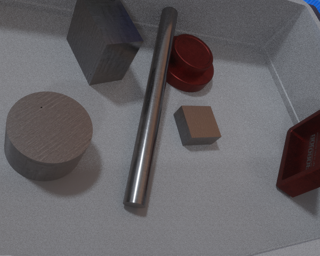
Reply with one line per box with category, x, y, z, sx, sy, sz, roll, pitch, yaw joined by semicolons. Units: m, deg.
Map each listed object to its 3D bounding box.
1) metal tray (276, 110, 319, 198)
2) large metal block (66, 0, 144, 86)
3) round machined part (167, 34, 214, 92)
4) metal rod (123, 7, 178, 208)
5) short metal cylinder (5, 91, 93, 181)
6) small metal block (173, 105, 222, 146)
metal tray;0.229;0.034;0.469;0.030;0.090;0.130;35;51;-6
large metal block;-0.075;-0.114;0.401;0.050;0.080;0.080;-17;71;-35
round machined part;0.044;-0.108;0.486;0.099;0.042;0.098;14;56;-21
metal rod;-0.007;-0.046;0.409;0.025;0.025;0.299;19;61;-18
short metal cylinder;-0.116;0.009;0.322;0.081;0.050;0.080;14;56;-21
small metal block;0.052;-0.004;0.438;0.050;0.025;0.050;-1;62;-29
